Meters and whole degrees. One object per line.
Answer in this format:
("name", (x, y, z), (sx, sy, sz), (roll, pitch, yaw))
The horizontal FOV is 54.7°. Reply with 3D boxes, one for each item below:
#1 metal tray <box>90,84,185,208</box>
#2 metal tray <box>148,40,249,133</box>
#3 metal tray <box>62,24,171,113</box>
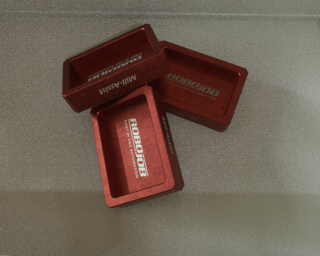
("metal tray", (-0.031, 0.023, 0.378), (0.090, 0.030, 0.130), (-20, 70, 18))
("metal tray", (0.044, -0.059, 0.428), (0.130, 0.030, 0.090), (21, 71, 7))
("metal tray", (-0.060, -0.080, 0.401), (0.130, 0.030, 0.090), (-23, 42, 4))
